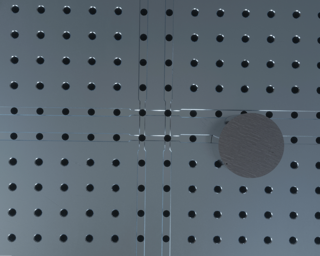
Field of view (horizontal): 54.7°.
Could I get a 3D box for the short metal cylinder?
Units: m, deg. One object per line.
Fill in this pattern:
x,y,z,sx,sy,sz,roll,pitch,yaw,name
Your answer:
0.111,0.021,0.402,0.081,0.050,0.079,0,90,-1,short metal cylinder
